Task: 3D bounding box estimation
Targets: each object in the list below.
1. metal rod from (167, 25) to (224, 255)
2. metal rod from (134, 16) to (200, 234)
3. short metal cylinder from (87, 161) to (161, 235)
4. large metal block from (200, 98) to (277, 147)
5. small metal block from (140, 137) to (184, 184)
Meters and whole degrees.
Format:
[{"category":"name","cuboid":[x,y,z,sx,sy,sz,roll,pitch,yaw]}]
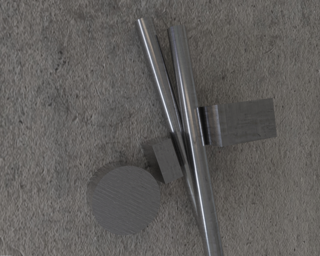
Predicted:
[{"category":"metal rod","cuboid":[0.046,0.018,0.400,0.025,0.025,0.298,-9,90,-20]},{"category":"metal rod","cuboid":[0.023,0.002,0.417,0.025,0.025,0.298,-20,97,-19]},{"category":"short metal cylinder","cuboid":[-0.046,0.083,0.379,0.081,0.050,0.080,0,90,-20]},{"category":"large metal block","cuboid":[0.094,-0.008,0.415,0.081,0.080,0.050,-8,93,-20]},{"category":"small metal block","cuboid":[0.001,0.040,0.397,0.025,0.050,0.050,-21,97,-19]}]
